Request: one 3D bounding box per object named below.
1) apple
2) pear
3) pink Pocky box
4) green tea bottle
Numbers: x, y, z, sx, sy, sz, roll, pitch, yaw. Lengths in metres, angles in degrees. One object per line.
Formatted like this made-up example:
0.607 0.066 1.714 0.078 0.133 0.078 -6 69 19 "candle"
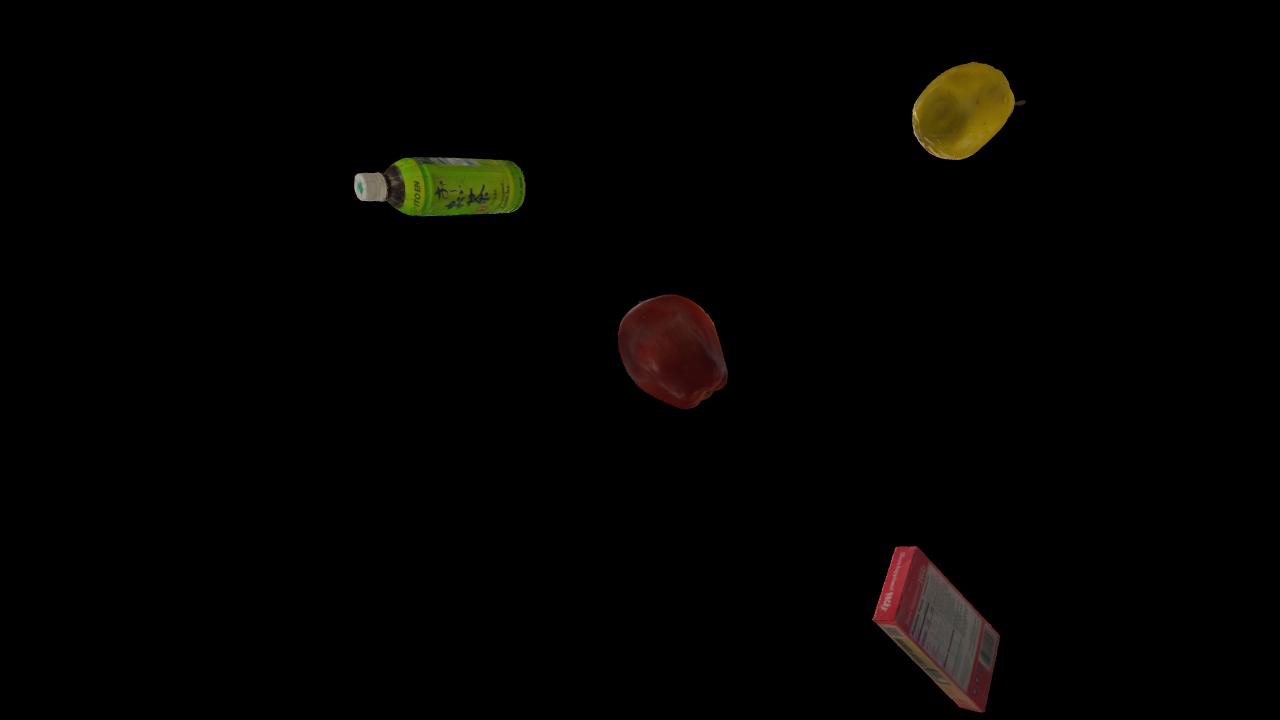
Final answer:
0.024 -0.008 0.478 0.079 0.093 0.079 -32 -15 -10 "apple"
0.295 -0.220 0.545 0.111 0.080 0.080 -17 10 -35 "pear"
0.295 0.265 0.608 0.029 0.155 0.084 -24 25 53 "pink Pocky box"
-0.245 -0.216 0.764 0.073 0.073 0.212 0 10 44 "green tea bottle"
